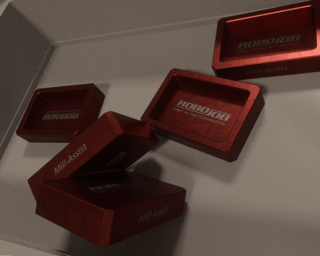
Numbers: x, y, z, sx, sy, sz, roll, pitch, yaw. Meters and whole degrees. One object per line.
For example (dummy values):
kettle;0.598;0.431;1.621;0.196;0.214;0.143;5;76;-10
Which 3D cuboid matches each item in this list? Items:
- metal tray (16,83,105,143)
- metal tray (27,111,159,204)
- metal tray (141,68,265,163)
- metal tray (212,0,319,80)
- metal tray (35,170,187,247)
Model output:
metal tray;-0.160;-0.023;0.497;0.130;0.030;0.090;-1;61;27
metal tray;-0.074;0.038;0.360;0.130;0.090;0.030;-39;68;15
metal tray;0.050;-0.021;0.387;0.130;0.030;0.090;20;72;35
metal tray;0.138;-0.110;0.396;0.130;0.030;0.090;-3;60;26
metal tray;-0.043;0.073;0.315;0.090;0.131;0.030;12;94;32
